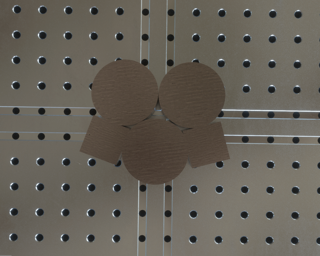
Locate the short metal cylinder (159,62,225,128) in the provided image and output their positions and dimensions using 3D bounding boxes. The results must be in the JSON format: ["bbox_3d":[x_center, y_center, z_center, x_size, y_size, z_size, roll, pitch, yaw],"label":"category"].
[{"bbox_3d":[0.039,-0.040,0.398,0.081,0.050,0.079,0,90,0],"label":"short metal cylinder"}]

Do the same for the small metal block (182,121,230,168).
[{"bbox_3d":[0.060,0.022,0.411,0.050,0.025,0.050,-14,90,0],"label":"small metal block"}]

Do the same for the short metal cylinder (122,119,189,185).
[{"bbox_3d":[-0.006,0.028,0.397,0.081,0.050,0.079,0,90,0],"label":"short metal cylinder"}]

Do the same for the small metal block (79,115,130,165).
[{"bbox_3d":[-0.071,0.016,0.409,0.050,0.025,0.050,21,90,0],"label":"small metal block"}]

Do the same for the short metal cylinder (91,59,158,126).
[{"bbox_3d":[-0.042,-0.043,0.397,0.081,0.050,0.079,0,90,0],"label":"short metal cylinder"}]
